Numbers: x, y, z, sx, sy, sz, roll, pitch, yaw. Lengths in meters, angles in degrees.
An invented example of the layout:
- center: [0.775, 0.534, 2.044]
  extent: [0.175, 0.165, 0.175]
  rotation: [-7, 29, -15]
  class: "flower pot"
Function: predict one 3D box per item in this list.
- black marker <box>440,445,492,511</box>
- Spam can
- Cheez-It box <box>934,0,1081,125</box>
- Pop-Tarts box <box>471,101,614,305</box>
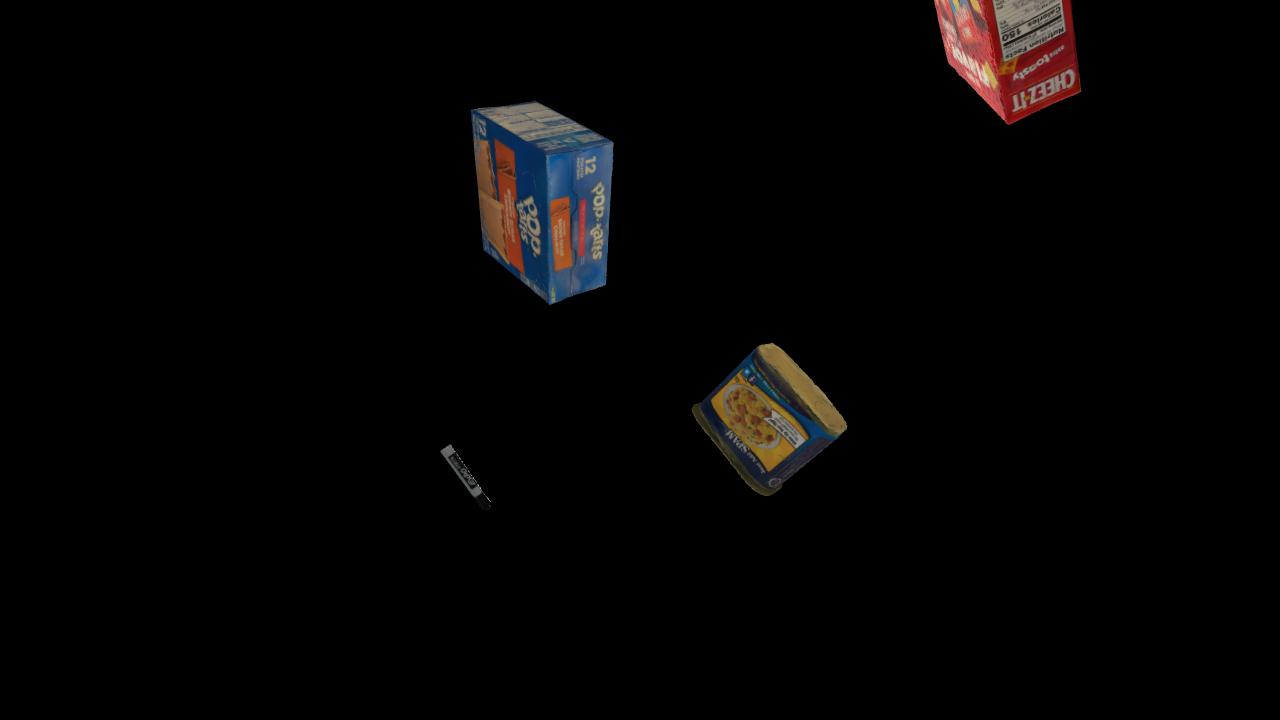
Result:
- center: [-0.277, 0.189, 0.983]
  extent: [0.020, 0.121, 0.020]
  rotation: [-34, 4, 3]
  class: "black marker"
- center: [0.109, 0.048, 0.523]
  extent: [0.085, 0.101, 0.058]
  rotation: [-49, -21, 27]
  class: "Spam can"
- center: [0.314, -0.351, 0.553]
  extent: [0.071, 0.166, 0.223]
  rotation: [-22, -50, 22]
  class: "Cheez-It box"
- center: [-0.106, -0.170, 0.663]
  extent: [0.083, 0.167, 0.141]
  rotation: [-27, 50, -33]
  class: "Pop-Tarts box"
